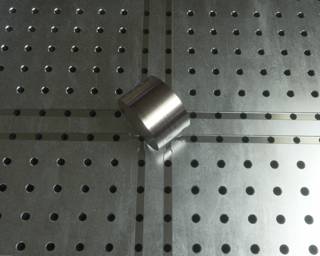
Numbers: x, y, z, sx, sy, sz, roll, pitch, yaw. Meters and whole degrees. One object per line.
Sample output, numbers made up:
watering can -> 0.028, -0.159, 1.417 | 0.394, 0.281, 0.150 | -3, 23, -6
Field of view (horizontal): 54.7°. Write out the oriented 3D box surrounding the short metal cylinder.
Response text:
short metal cylinder -> -0.008, -0.018, 0.388 | 0.050, 0.080, 0.080 | -39, 75, -13
